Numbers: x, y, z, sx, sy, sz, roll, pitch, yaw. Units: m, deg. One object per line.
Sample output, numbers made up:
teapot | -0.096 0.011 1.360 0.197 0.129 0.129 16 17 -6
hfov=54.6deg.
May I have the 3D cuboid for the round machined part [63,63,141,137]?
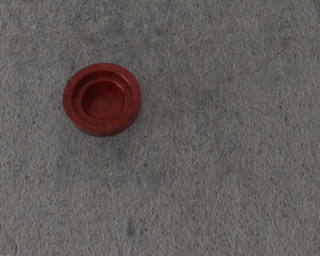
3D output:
round machined part | -0.074 -0.034 0.411 0.099 0.042 0.098 0 70 0
